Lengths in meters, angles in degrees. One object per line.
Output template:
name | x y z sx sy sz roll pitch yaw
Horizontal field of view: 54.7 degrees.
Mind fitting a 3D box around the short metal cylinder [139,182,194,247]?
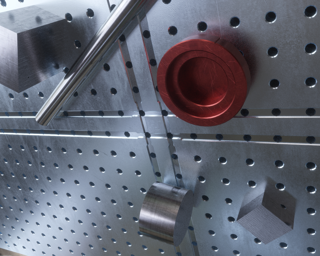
short metal cylinder | 0.011 0.122 0.444 0.050 0.080 0.079 11 123 22

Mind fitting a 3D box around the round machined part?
round machined part | 0.050 -0.054 0.340 0.098 0.042 0.097 13 124 20

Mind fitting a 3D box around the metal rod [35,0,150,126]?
metal rod | -0.095 -0.086 0.405 0.025 0.025 0.299 48 129 -6

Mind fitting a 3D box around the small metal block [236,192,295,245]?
small metal block | 0.140 0.121 0.412 0.050 0.025 0.050 39 129 1

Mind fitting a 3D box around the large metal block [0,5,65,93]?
large metal block | -0.173 -0.104 0.400 0.050 0.080 0.079 27 128 11
